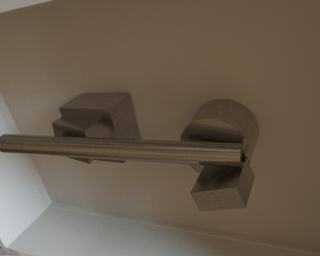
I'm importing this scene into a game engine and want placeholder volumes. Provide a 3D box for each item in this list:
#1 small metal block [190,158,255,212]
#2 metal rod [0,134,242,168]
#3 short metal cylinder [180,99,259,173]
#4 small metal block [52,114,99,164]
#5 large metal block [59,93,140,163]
[{"bbox_3d":[0.067,0.059,0.325,0.050,0.050,0.025,-15,111,34],"label":"small metal block"},{"bbox_3d":[-0.061,0.024,0.361,0.301,0.025,0.025,1,119,18],"label":"metal rod"},{"bbox_3d":[0.070,0.013,0.361,0.080,0.050,0.079,13,124,20],"label":"short metal cylinder"},{"bbox_3d":[-0.109,0.014,0.406,0.050,0.025,0.050,12,123,21],"label":"small metal block"},{"bbox_3d":[-0.080,-0.002,0.428,0.080,0.050,0.079,3,120,26],"label":"large metal block"}]
